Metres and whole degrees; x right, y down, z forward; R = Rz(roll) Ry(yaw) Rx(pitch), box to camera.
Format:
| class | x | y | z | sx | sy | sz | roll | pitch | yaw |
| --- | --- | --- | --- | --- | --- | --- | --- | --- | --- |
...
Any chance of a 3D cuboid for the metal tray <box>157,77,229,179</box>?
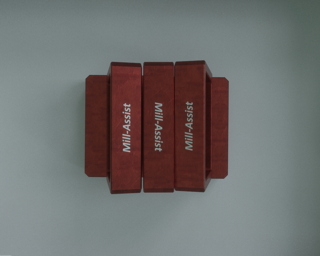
| class | x | y | z | sx | sy | sz | roll | pitch | yaw |
| --- | --- | --- | --- | --- | --- | --- | --- | --- | --- |
| metal tray | 0.042 | 0.000 | 0.408 | 0.091 | 0.030 | 0.129 | 1 | 90 | 0 |

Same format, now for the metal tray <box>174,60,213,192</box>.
| class | x | y | z | sx | sy | sz | roll | pitch | yaw |
| --- | --- | --- | --- | --- | --- | --- | --- | --- | --- |
| metal tray | 0.039 | -0.002 | 0.345 | 0.030 | 0.090 | 0.129 | 0 | 90 | 14 |

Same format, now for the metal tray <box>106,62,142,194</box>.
| class | x | y | z | sx | sy | sz | roll | pitch | yaw |
| --- | --- | --- | --- | --- | --- | --- | --- | --- | --- |
| metal tray | -0.042 | 0.000 | 0.344 | 0.030 | 0.090 | 0.129 | 0 | 90 | -13 |

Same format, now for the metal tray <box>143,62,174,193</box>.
| class | x | y | z | sx | sy | sz | roll | pitch | yaw |
| --- | --- | --- | --- | --- | --- | --- | --- | --- | --- |
| metal tray | -0.001 | 0.000 | 0.346 | 0.030 | 0.090 | 0.129 | 0 | 88 | 0 |

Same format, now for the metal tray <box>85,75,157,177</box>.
| class | x | y | z | sx | sy | sz | roll | pitch | yaw |
| --- | --- | --- | --- | --- | --- | --- | --- | --- | --- |
| metal tray | -0.049 | -0.002 | 0.406 | 0.091 | 0.030 | 0.129 | 1 | 90 | 0 |
